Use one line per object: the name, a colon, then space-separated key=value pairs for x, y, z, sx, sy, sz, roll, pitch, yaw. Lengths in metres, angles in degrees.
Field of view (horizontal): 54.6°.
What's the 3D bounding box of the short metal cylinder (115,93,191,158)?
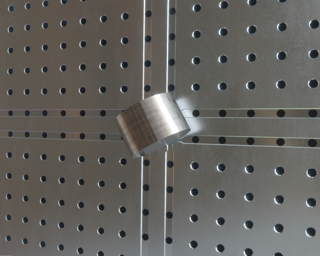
short metal cylinder: x=-0.009 y=-0.002 z=0.386 sx=0.080 sy=0.080 sz=0.050 roll=-30 pitch=80 yaw=18
